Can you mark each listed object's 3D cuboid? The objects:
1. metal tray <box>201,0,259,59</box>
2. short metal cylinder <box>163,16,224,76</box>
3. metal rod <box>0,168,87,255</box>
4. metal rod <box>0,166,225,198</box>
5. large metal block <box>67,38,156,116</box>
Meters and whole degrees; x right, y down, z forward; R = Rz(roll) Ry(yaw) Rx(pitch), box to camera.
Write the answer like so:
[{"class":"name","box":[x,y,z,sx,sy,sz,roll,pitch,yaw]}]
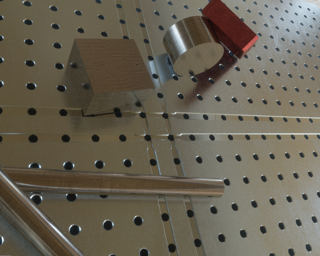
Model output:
[{"class":"metal tray","box":[0.116,-0.162,0.519,0.090,0.030,0.130,45,13,3]},{"class":"short metal cylinder","box":[0.051,-0.124,0.476,0.081,0.080,0.050,-6,65,-31]},{"class":"metal rod","box":[-0.072,0.125,0.274,0.300,0.025,0.025,47,51,-3]},{"class":"metal rod","box":[-0.060,0.060,0.338,0.302,0.025,0.025,7,59,-25]},{"class":"large metal block","box":[-0.064,-0.067,0.398,0.081,0.050,0.080,-10,67,-32]}]
